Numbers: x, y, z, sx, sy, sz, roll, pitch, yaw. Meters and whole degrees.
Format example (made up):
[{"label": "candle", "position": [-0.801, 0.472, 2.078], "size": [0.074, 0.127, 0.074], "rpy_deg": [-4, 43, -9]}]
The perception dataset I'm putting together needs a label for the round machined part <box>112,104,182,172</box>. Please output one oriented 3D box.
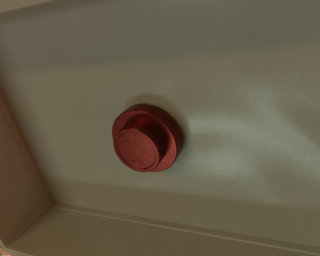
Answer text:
[{"label": "round machined part", "position": [-0.023, 0.020, 0.416], "size": [0.098, 0.042, 0.097], "rpy_deg": [13, 124, 20]}]
